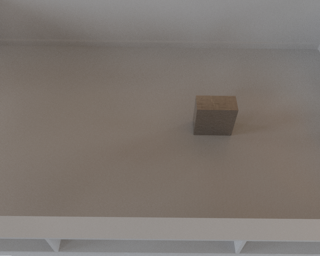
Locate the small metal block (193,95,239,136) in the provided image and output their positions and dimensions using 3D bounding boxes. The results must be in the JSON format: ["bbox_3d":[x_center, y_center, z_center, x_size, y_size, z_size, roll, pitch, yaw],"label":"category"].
[{"bbox_3d":[0.070,-0.016,0.403,0.050,0.050,0.025,1,50,0],"label":"small metal block"}]
